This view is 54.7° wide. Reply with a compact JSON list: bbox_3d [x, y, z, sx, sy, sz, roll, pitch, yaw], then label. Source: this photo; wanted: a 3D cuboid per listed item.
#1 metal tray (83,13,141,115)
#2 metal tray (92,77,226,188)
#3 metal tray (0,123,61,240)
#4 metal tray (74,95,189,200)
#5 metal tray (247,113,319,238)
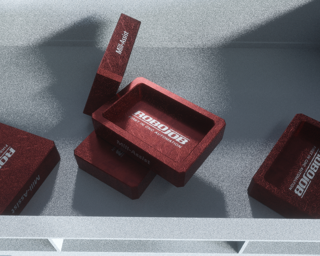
[{"bbox_3d":[-0.066,-0.086,0.431,0.030,0.089,0.130,21,49,-13],"label":"metal tray"},{"bbox_3d":[-0.002,-0.001,0.362,0.130,0.030,0.090,30,56,23],"label":"metal tray"},{"bbox_3d":[-0.189,0.059,0.351,0.090,0.030,0.130,17,52,14],"label":"metal tray"},{"bbox_3d":[-0.030,0.014,0.390,0.090,0.030,0.130,26,55,20],"label":"metal tray"},{"bbox_3d":[0.174,0.048,0.362,0.090,0.030,0.131,31,56,23],"label":"metal tray"}]
